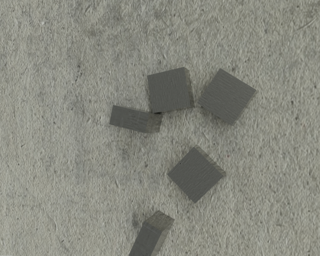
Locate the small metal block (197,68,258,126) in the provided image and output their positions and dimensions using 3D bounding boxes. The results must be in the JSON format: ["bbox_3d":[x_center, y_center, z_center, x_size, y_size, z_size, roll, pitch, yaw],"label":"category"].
[{"bbox_3d":[0.083,-0.037,0.380,0.050,0.025,0.050,36,101,16],"label":"small metal block"}]

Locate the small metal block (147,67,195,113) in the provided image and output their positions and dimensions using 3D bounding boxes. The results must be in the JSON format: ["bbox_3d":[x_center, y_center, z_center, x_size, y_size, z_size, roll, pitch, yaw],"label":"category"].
[{"bbox_3d":[0.015,-0.048,0.404,0.050,0.025,0.050,-10,87,19],"label":"small metal block"}]

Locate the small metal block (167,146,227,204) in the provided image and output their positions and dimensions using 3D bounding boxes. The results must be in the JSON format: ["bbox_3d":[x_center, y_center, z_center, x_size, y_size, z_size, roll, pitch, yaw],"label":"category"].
[{"bbox_3d":[0.047,0.058,0.392,0.050,0.025,0.050,46,104,14],"label":"small metal block"}]

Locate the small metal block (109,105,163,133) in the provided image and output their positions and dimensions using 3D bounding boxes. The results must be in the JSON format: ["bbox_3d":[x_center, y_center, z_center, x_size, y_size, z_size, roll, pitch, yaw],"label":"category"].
[{"bbox_3d":[-0.030,-0.011,0.406,0.050,0.050,0.025,14,95,19],"label":"small metal block"}]

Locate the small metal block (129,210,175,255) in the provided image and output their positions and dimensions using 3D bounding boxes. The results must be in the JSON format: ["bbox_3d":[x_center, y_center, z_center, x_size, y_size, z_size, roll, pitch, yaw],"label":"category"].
[{"bbox_3d":[-0.009,0.140,0.399,0.025,0.050,0.050,27,99,18],"label":"small metal block"}]
